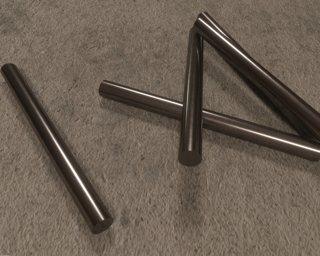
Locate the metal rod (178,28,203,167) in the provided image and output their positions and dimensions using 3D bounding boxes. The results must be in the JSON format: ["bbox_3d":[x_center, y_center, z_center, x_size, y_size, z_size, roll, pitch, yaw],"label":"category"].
[{"bbox_3d":[0.048,-0.068,0.435,0.025,0.025,0.300,5,42,4],"label":"metal rod"}]

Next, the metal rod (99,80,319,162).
[{"bbox_3d":[0.057,-0.014,0.415,0.301,0.025,0.025,18,52,14],"label":"metal rod"}]

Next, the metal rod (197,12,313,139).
[{"bbox_3d":[0.139,-0.099,0.488,0.025,0.025,0.300,-18,53,-15],"label":"metal rod"}]

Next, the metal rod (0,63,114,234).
[{"bbox_3d":[-0.145,0.006,0.395,0.025,0.025,0.300,-28,56,-22],"label":"metal rod"}]

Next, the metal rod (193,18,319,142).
[{"bbox_3d":[0.141,-0.069,0.430,0.025,0.025,0.300,-24,55,-19],"label":"metal rod"}]
